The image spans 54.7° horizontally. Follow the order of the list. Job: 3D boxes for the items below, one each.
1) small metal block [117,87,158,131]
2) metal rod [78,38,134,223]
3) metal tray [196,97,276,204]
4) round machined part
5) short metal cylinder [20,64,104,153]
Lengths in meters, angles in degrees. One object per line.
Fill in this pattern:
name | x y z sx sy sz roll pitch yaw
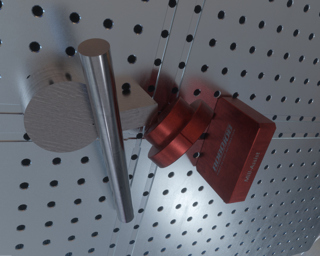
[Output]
small metal block | -0.036 -0.023 0.363 0.050 0.050 0.025 -14 124 -21
metal rod | -0.052 0.034 0.355 0.025 0.025 0.298 -20 142 -17
metal tray | 0.103 0.031 0.446 0.030 0.090 0.129 0 119 -29
round machined part | 0.017 -0.001 0.385 0.042 0.098 0.098 42 95 -8
short metal cylinder | -0.102 -0.021 0.327 0.081 0.050 0.079 -14 125 -21
